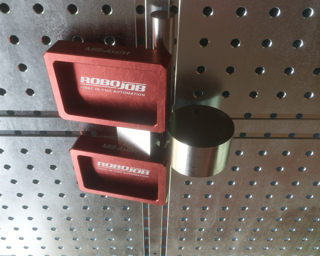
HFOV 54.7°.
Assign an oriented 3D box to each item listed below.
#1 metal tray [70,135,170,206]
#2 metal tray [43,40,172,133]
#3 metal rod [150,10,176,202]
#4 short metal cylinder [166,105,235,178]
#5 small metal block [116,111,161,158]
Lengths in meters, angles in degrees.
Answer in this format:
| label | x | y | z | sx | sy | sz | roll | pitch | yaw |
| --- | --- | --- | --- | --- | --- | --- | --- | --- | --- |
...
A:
| label | x | y | z | sx | sy | sz | roll | pitch | yaw |
| --- | --- | --- | --- | --- | --- | --- | --- | --- | --- |
| metal tray | -0.053 | 0.061 | 0.437 | 0.131 | 0.030 | 0.089 | 8 | 131 | 9 |
| metal tray | -0.054 | -0.045 | 0.346 | 0.131 | 0.030 | 0.089 | 8 | 131 | 9 |
| metal rod | 0.002 | 0.000 | 0.406 | 0.025 | 0.025 | 0.298 | 0 | 130 | 0 |
| short metal cylinder | 0.048 | 0.015 | 0.384 | 0.081 | 0.080 | 0.050 | 0 | 130 | 0 |
| small metal block | -0.027 | 0.004 | 0.396 | 0.050 | 0.025 | 0.050 | 22 | 135 | 23 |
